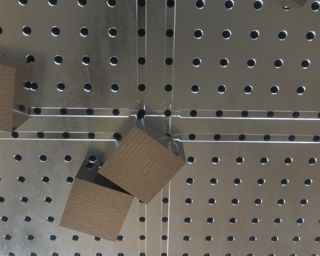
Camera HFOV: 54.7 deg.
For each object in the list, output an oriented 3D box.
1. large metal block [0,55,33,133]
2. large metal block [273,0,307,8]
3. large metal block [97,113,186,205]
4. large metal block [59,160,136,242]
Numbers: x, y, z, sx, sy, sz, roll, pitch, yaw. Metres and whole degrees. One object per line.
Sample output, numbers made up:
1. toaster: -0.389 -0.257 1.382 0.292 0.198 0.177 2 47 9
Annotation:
1. large metal block: -0.210 -0.047 0.380 0.081 0.050 0.079 11 110 -5
2. large metal block: 0.136 -0.188 0.333 0.080 0.050 0.080 28 108 -10
3. large metal block: -0.023 0.041 0.415 0.080 0.050 0.080 37 106 -13
4. large metal block: -0.085 0.103 0.437 0.080 0.050 0.079 20 109 -8
